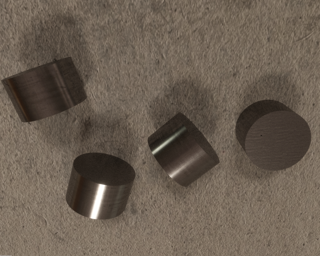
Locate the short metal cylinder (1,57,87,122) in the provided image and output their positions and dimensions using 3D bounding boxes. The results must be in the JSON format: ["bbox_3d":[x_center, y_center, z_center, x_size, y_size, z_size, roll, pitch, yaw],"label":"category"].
[{"bbox_3d":[-0.133,-0.046,0.362,0.080,0.080,0.050,-16,110,5],"label":"short metal cylinder"}]

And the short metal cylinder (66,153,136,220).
[{"bbox_3d":[-0.078,0.074,0.407,0.080,0.080,0.050,16,109,-6],"label":"short metal cylinder"}]

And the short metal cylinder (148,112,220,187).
[{"bbox_3d":[0.030,0.027,0.391,0.050,0.080,0.080,-40,106,13],"label":"short metal cylinder"}]

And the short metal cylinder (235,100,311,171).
[{"bbox_3d":[0.144,0.008,0.402,0.081,0.050,0.079,0,110,-1],"label":"short metal cylinder"}]
